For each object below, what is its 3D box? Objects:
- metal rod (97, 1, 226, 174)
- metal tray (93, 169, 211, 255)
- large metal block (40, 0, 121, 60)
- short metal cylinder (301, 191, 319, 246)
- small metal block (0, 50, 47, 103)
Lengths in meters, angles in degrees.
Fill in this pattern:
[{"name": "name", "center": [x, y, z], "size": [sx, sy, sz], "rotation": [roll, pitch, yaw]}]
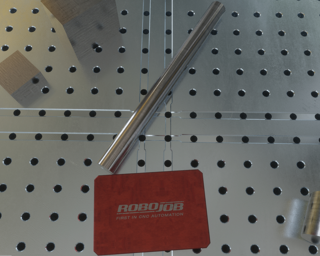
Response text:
[{"name": "metal rod", "center": [0.011, -0.068, 0.436], "size": [0.025, 0.025, 0.300], "rotation": [31, 72, 10]}, {"name": "metal tray", "center": [-0.011, 0.100, 0.372], "size": [0.131, 0.030, 0.090], "rotation": [-3, 70, -2]}, {"name": "large metal block", "center": [-0.107, -0.157, 0.438], "size": [0.080, 0.080, 0.050], "rotation": [-39, 75, -13]}, {"name": "short metal cylinder", "center": [0.206, 0.110, 0.345], "size": [0.080, 0.080, 0.050], "rotation": [21, 72, 7]}, {"name": "small metal block", "center": [-0.200, -0.073, 0.436], "size": [0.050, 0.025, 0.050], "rotation": [42, 75, 13]}]
